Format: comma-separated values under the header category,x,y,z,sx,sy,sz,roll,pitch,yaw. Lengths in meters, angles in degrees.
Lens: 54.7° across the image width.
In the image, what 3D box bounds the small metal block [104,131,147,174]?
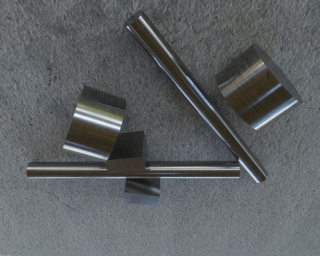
category,x,y,z,sx,sy,sz,roll,pitch,yaw
small metal block,-0.045,0.032,0.417,0.050,0.050,0.025,-6,130,5

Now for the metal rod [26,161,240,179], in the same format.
category,x,y,z,sx,sy,sz,roll,pitch,yaw
metal rod,-0.041,0.060,0.445,0.302,0.025,0.025,-1,130,5

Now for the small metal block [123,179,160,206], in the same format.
category,x,y,z,sx,sy,sz,roll,pitch,yaw
small metal block,-0.027,0.086,0.463,0.050,0.050,0.025,9,132,-8

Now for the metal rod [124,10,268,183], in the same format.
category,x,y,z,sx,sy,sz,roll,pitch,yaw
metal rod,0.062,-0.019,0.391,0.025,0.025,0.300,-30,125,22

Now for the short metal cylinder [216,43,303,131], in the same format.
category,x,y,z,sx,sy,sz,roll,pitch,yaw
short metal cylinder,0.106,-0.044,0.335,0.080,0.080,0.050,35,122,-26

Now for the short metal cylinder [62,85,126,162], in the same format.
category,x,y,z,sx,sy,sz,roll,pitch,yaw
short metal cylinder,-0.078,-0.005,0.366,0.050,0.080,0.079,19,128,-15
